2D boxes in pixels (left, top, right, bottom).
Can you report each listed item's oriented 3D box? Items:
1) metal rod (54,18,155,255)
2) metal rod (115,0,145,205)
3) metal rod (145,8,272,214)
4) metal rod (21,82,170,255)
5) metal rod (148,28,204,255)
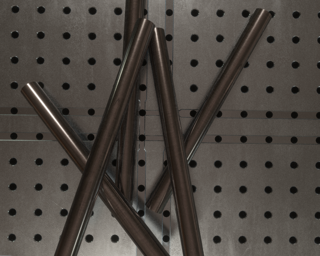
[{"bbox_3d":[-0.064,0.009,0.373,0.025,0.025,0.299,18,83,-1],"label":"metal rod"},{"bbox_3d":[-0.040,-0.047,0.412,0.025,0.025,0.298,3,90,-1],"label":"metal rod"},{"bbox_3d":[0.065,-0.023,0.414,0.025,0.025,0.299,30,90,-1],"label":"metal rod"},{"bbox_3d":[-0.080,0.062,0.392,0.025,0.025,0.300,-39,83,0],"label":"metal rod"},{"bbox_3d":[0.018,0.017,0.391,0.025,0.025,0.298,-9,81,0],"label":"metal rod"}]
